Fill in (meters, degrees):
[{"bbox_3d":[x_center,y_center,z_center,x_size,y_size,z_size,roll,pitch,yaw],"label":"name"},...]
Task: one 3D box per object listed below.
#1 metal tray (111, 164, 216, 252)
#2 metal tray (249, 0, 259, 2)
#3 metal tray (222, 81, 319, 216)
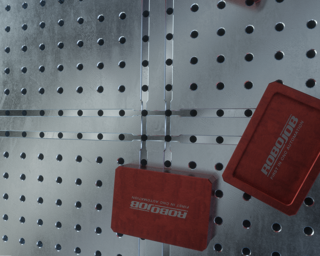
[{"bbox_3d":[0.003,0.101,0.408,0.130,0.030,0.089,5,92,19],"label":"metal tray"},{"bbox_3d":[0.079,-0.221,0.382,0.130,0.030,0.089,25,98,17],"label":"metal tray"},{"bbox_3d":[0.142,0.023,0.359,0.090,0.030,0.129,28,99,17],"label":"metal tray"}]
